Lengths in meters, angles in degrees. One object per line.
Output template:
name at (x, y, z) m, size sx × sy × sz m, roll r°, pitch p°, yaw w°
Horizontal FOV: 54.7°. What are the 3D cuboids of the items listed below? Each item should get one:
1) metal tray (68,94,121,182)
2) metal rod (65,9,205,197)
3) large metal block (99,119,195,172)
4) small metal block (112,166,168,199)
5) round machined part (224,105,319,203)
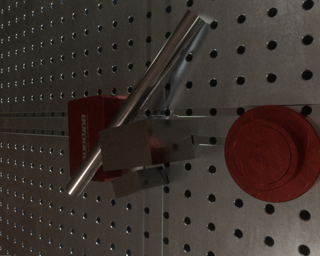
metal tray at (-0.106, 0.017, 0.491) m, size 0.090 × 0.030 × 0.129 m, roll -4°, pitch 87°, yaw 39°
metal rod at (-0.042, -0.021, 0.416) m, size 0.025 × 0.025 × 0.299 m, roll 47°, pitch 110°, yaw 29°
large metal block at (-0.016, 0.021, 0.385) m, size 0.080 × 0.081 × 0.050 m, roll -13°, pitch 82°, yaw 39°
small metal block at (-0.027, 0.072, 0.413) m, size 0.050 × 0.050 × 0.025 m, roll -26°, pitch 74°, yaw 36°
round machined part at (0.108, 0.026, 0.308) m, size 0.098 × 0.042 × 0.097 m, roll 0°, pitch 90°, yaw 39°
